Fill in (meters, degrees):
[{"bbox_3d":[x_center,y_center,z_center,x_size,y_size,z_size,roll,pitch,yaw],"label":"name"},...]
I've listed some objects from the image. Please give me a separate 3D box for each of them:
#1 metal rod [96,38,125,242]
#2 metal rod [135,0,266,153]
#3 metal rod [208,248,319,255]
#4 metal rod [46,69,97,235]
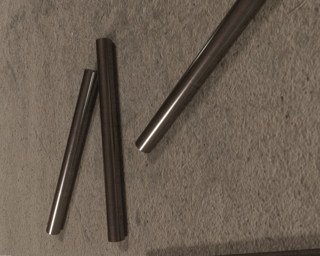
[{"bbox_3d":[-0.075,0.015,0.463,0.025,0.025,0.298,-7,86,39],"label":"metal rod"},{"bbox_3d":[0.057,-0.082,0.356,0.025,0.025,0.298,51,119,27],"label":"metal rod"},{"bbox_3d":[0.084,0.149,0.334,0.299,0.025,0.025,-23,76,37],"label":"metal rod"},{"bbox_3d":[-0.150,0.048,0.525,0.025,0.025,0.298,28,107,36],"label":"metal rod"}]
